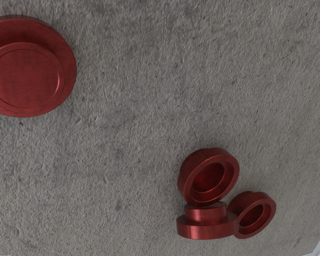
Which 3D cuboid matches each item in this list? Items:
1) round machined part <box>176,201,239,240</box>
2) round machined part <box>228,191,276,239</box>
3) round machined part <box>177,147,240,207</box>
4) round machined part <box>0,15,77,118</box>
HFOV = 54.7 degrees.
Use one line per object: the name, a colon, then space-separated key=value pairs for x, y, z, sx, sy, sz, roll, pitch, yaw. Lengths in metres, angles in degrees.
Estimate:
round machined part: x=0.075 y=0.144 z=0.501 sx=0.099 sy=0.098 sz=0.042 roll=-3 pitch=86 yaw=-27
round machined part: x=0.166 y=0.158 z=0.584 sx=0.099 sy=0.042 sz=0.097 roll=-14 pitch=124 yaw=-21
round machined part: x=0.070 y=0.071 z=0.477 sx=0.099 sy=0.042 sz=0.097 roll=-14 pitch=124 yaw=-21
round machined part: x=-0.128 y=-0.053 z=0.293 sx=0.099 sy=0.042 sz=0.097 roll=-14 pitch=124 yaw=-21
